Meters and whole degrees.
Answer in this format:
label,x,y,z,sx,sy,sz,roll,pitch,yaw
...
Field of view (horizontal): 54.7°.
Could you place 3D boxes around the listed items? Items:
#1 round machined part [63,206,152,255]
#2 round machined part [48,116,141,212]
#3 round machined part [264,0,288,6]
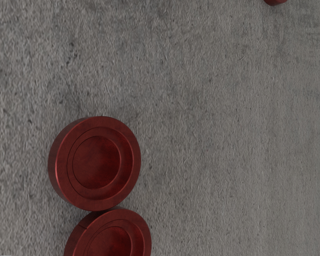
label,x,y,z,sx,sy,sz,roll,pitch,yaw
round machined part,-0.061,0.135,0.343,0.099,0.042,0.097,0,90,-40
round machined part,-0.072,0.036,0.333,0.099,0.042,0.097,0,90,-40
round machined part,0.224,-0.285,0.580,0.099,0.042,0.097,0,90,-40
